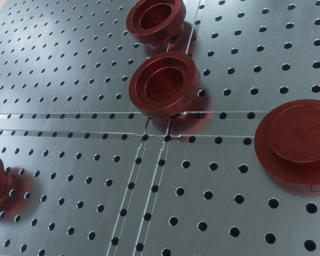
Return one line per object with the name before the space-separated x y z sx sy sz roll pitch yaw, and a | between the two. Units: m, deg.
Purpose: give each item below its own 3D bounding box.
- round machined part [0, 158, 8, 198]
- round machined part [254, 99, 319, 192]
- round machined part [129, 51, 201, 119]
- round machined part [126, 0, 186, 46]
round machined part | -0.286 0.090 0.495 0.098 0.042 0.098 -13 56 21
round machined part | 0.146 0.011 0.314 0.098 0.042 0.098 -13 56 21
round machined part | 0.010 -0.055 0.427 0.098 0.042 0.098 -13 56 21
round machined part | -0.003 -0.175 0.507 0.098 0.042 0.098 -13 56 21
